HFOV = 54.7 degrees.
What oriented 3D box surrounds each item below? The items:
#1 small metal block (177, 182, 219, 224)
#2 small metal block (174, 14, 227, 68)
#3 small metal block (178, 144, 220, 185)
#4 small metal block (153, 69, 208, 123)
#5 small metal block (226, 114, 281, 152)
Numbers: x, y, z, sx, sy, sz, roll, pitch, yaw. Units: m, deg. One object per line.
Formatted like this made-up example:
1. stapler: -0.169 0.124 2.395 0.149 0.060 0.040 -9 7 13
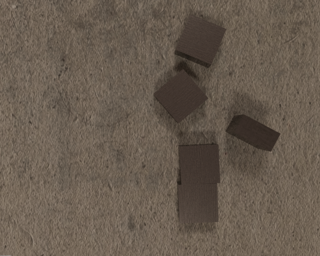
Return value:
1. small metal block: 0.049 0.097 0.411 0.050 0.025 0.050 -2 90 -1
2. small metal block: 0.053 -0.114 0.411 0.050 0.025 0.050 23 90 -1
3. small metal block: 0.051 0.047 0.411 0.050 0.025 0.050 -3 90 -1
4. small metal block: 0.027 -0.041 0.410 0.050 0.025 0.050 -40 91 0
5. small metal block: 0.118 0.006 0.399 0.050 0.050 0.025 28 90 -1
